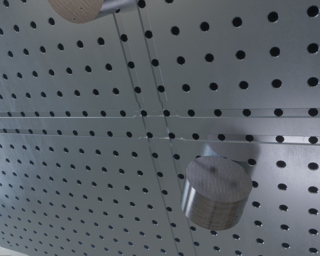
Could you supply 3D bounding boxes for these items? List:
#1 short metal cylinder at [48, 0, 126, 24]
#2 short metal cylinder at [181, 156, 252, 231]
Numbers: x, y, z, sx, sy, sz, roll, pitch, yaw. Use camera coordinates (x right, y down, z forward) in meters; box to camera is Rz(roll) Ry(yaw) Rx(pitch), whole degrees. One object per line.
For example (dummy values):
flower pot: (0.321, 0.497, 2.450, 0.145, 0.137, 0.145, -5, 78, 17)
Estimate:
short metal cylinder: (-0.081, -0.160, 0.338, 0.080, 0.050, 0.079, 13, 124, 20)
short metal cylinder: (0.069, 0.080, 0.389, 0.080, 0.080, 0.050, 19, 126, 17)
